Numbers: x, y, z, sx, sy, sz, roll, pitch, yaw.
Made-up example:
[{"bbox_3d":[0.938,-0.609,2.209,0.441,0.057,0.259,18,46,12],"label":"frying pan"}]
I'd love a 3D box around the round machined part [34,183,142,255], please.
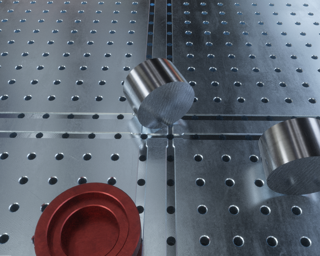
[{"bbox_3d":[-0.067,0.107,0.306,0.099,0.042,0.098,0,50,0],"label":"round machined part"}]

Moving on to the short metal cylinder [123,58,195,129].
[{"bbox_3d":[-0.002,-0.045,0.409,0.081,0.080,0.050,-20,53,-16],"label":"short metal cylinder"}]

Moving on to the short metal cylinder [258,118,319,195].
[{"bbox_3d":[0.155,0.033,0.345,0.081,0.080,0.050,1,50,0],"label":"short metal cylinder"}]
